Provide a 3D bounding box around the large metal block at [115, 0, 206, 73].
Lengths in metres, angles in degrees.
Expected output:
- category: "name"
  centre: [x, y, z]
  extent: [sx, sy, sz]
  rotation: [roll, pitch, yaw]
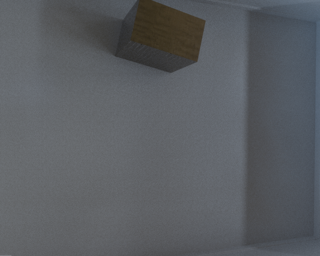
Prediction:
- category: "large metal block"
  centre: [-0.003, -0.109, 0.380]
  extent: [0.081, 0.080, 0.050]
  rotation: [13, 86, -20]
